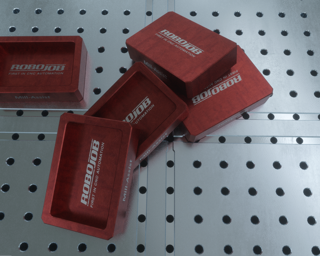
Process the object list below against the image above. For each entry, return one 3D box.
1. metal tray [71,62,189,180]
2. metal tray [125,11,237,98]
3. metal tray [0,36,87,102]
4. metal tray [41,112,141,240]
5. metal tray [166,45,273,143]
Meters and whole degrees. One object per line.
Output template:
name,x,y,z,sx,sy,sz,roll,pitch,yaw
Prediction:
metal tray,-0.039,-0.008,0.393,0.130,0.030,0.090,-45,76,2
metal tray,0.027,-0.105,0.423,0.090,0.030,0.130,-39,56,-17
metal tray,-0.175,-0.084,0.438,0.131,0.030,0.090,-1,70,0
metal tray,-0.080,0.053,0.360,0.090,0.030,0.129,9,87,15
metal tray,0.075,-0.050,0.428,0.131,0.030,0.090,-28,73,-10
